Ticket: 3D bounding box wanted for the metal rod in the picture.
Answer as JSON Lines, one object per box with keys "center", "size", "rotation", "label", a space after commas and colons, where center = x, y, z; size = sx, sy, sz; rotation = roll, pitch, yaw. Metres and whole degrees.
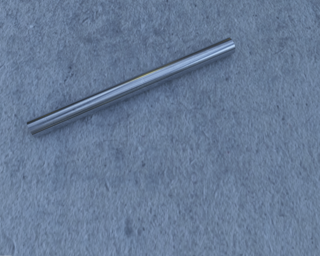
{"center": [-0.032, -0.059, 0.429], "size": [0.302, 0.025, 0.025], "rotation": [-24, 72, -9], "label": "metal rod"}
